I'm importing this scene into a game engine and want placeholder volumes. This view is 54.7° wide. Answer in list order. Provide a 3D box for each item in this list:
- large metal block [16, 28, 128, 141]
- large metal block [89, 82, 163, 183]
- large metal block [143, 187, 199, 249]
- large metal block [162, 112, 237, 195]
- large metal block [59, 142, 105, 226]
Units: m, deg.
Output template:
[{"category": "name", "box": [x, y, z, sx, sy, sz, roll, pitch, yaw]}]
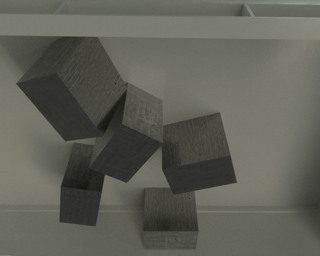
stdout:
[{"category": "large metal block", "box": [-0.086, -0.044, 0.328, 0.050, 0.080, 0.080, -8, 131, 26]}, {"category": "large metal block", "box": [-0.040, 0.006, 0.377, 0.050, 0.080, 0.080, 26, 125, -21]}, {"category": "large metal block", "box": [0.016, 0.143, 0.494, 0.081, 0.080, 0.050, 0, 130, -1]}, {"category": "large metal block", "box": [0.048, 0.032, 0.400, 0.080, 0.080, 0.050, -13, 129, 11]}, {"category": "large metal block", "box": [-0.106, 0.080, 0.440, 0.050, 0.080, 0.079, 10, 129, -8]}]
